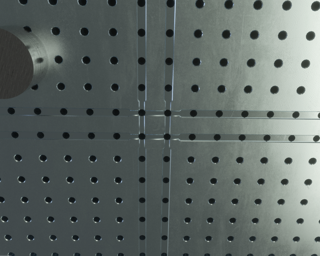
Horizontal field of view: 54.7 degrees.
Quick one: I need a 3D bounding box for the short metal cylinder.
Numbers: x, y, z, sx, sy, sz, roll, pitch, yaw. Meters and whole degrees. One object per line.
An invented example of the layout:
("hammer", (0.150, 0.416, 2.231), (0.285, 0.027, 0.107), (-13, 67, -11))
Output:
("short metal cylinder", (-0.182, -0.079, 0.368), (0.081, 0.050, 0.079), (0, 110, -1))
